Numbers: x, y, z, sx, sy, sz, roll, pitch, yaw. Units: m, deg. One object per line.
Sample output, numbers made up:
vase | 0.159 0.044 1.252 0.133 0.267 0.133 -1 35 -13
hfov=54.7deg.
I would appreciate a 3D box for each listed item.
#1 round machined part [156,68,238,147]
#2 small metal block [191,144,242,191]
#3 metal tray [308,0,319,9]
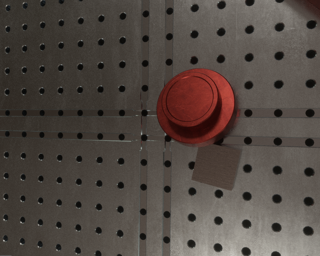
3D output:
round machined part | 0.041 -0.029 0.375 0.098 0.042 0.098 -6 72 20
small metal block | 0.071 0.045 0.387 0.050 0.025 0.050 13 94 19
metal tray | 0.182 -0.199 0.346 0.130 0.030 0.090 45 104 14
